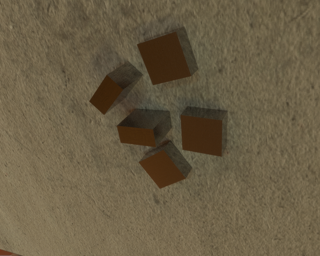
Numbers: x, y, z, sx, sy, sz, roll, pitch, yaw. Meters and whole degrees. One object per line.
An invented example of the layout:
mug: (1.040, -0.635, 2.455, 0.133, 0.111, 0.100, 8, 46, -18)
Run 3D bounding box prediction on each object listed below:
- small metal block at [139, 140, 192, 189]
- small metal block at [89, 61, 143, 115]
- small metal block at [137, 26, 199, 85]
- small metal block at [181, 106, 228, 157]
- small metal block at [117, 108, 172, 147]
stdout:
small metal block: (0.007, 0.052, 0.434, 0.050, 0.025, 0.050, -30, 102, 37)
small metal block: (-0.054, -0.050, 0.387, 0.025, 0.050, 0.050, 43, 129, -2)
small metal block: (0.009, -0.081, 0.351, 0.050, 0.025, 0.050, -9, 114, 31)
small metal block: (0.054, 0.004, 0.379, 0.050, 0.025, 0.050, 9, 122, 23)
small metal block: (-0.019, -0.002, 0.398, 0.050, 0.050, 0.025, 6, 121, 25)
